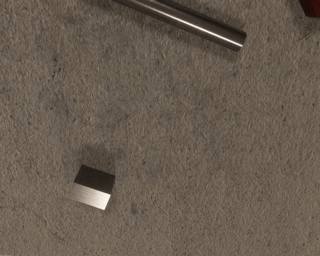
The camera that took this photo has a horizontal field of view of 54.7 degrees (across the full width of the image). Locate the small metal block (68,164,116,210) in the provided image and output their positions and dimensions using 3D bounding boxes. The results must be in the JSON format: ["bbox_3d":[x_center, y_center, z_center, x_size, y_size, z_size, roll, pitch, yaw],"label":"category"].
[{"bbox_3d":[-0.092,0.080,0.425,0.050,0.050,0.025,21,109,-8],"label":"small metal block"}]

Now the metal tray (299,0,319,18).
[{"bbox_3d":[0.184,-0.200,0.336,0.090,0.030,0.130,-30,108,10],"label":"metal tray"}]

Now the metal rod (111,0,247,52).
[{"bbox_3d":[-0.043,-0.154,0.352,0.302,0.025,0.025,20,109,-8],"label":"metal rod"}]
